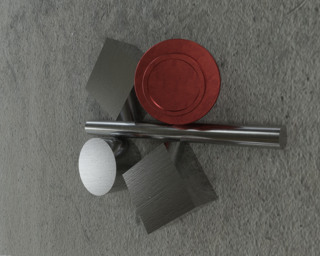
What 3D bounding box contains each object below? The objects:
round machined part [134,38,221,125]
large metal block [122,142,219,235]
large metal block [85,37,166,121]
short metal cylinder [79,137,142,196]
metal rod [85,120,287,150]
[{"bbox_3d":[0.018,-0.050,0.348,0.098,0.042,0.097,3,105,11],"label":"round machined part"},{"bbox_3d":[0.011,0.071,0.379,0.080,0.050,0.080,-40,66,32],"label":"large metal block"},{"bbox_3d":[-0.048,-0.065,0.424,0.080,0.050,0.080,44,116,31],"label":"large metal block"},{"bbox_3d":[-0.072,0.053,0.447,0.080,0.050,0.079,0,90,39],"label":"short metal cylinder"},{"bbox_3d":[0.006,0.004,0.401,0.300,0.025,0.025,3,92,39],"label":"metal rod"}]
